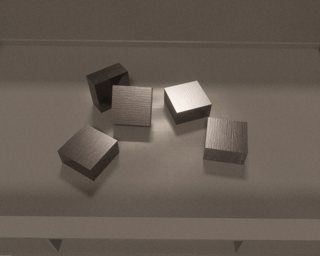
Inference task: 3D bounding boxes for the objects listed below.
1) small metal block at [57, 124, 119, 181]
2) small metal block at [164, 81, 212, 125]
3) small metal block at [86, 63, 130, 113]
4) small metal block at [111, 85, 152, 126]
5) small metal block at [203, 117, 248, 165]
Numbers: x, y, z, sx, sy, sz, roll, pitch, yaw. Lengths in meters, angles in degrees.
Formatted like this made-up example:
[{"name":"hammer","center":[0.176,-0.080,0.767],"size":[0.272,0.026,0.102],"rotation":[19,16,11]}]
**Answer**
[{"name":"small metal block","center":[-0.086,0.029,0.380],"size":[0.050,0.025,0.050],"rotation":[26,54,20]},{"name":"small metal block","center":[0.038,-0.036,0.436],"size":[0.050,0.025,0.050],"rotation":[-15,52,-12]},{"name":"small metal block","center":[-0.070,-0.057,0.434],"size":[0.050,0.050,0.025],"rotation":[-28,52,-22]},{"name":"small metal block","center":[-0.037,-0.030,0.412],"size":[0.050,0.050,0.025],"rotation":[4,6,2]},{"name":"small metal block","center":[0.083,0.016,0.393],"size":[0.050,0.025,0.050],"rotation":[8,50,6]}]
